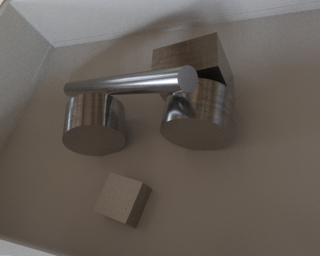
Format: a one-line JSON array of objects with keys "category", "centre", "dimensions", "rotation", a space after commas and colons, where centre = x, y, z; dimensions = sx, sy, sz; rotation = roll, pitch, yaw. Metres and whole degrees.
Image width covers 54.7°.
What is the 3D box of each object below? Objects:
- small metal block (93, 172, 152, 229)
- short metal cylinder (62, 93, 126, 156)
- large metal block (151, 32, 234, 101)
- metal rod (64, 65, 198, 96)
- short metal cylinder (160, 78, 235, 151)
[{"category": "small metal block", "centre": [-0.045, 0.087, 0.375], "dimensions": [0.050, 0.025, 0.050], "rotation": [10, 67, 32]}, {"category": "short metal cylinder", "centre": [-0.087, -0.003, 0.416], "dimensions": [0.080, 0.080, 0.050], "rotation": [-17, 55, 18]}, {"category": "large metal block", "centre": [0.043, -0.062, 0.385], "dimensions": [0.080, 0.080, 0.050], "rotation": [-10, 58, 23]}, {"category": "metal rod", "centre": [-0.063, -0.055, 0.405], "dimensions": [0.300, 0.025, 0.025], "rotation": [7, 63, 54]}, {"category": "short metal cylinder", "centre": [0.044, -0.013, 0.355], "dimensions": [0.080, 0.080, 0.050], "rotation": [-3, 61, 26]}]
